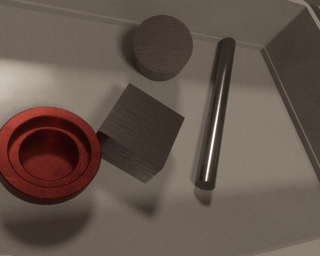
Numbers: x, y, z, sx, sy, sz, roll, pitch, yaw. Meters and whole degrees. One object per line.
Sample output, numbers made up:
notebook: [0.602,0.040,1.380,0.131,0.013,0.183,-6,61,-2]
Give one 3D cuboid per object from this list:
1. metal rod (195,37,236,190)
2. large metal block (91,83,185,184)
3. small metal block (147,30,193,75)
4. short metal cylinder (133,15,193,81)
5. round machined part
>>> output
metal rod: [0.092,-0.042,0.482,0.025,0.025,0.300,26,52,-12]
large metal block: [-0.027,0.006,0.372,0.080,0.050,0.080,32,51,-8]
small metal block: [0.016,-0.120,0.489,0.050,0.025,0.050,38,51,-3]
short metal cylinder: [0.002,-0.111,0.437,0.081,0.050,0.080,1,86,-7]
round machined part: [-0.113,0.031,0.316,0.099,0.042,0.098,14,56,-21]
